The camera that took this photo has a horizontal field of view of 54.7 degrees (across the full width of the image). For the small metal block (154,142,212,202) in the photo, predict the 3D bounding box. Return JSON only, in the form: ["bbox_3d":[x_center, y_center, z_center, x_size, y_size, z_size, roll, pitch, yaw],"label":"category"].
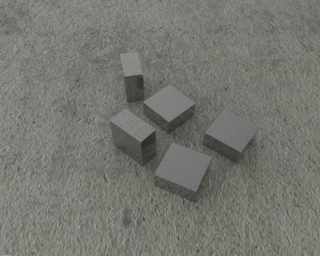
[{"bbox_3d":[0.027,0.051,0.361,0.050,0.025,0.050,20,53,16],"label":"small metal block"}]

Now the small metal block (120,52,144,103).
[{"bbox_3d":[-0.040,-0.073,0.448,0.025,0.050,0.050,-9,51,-7],"label":"small metal block"}]

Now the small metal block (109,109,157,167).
[{"bbox_3d":[-0.032,0.012,0.376,0.050,0.050,0.025,33,58,24],"label":"small metal block"}]

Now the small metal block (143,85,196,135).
[{"bbox_3d":[0.013,-0.026,0.425,0.050,0.025,0.050,-36,59,-26],"label":"small metal block"}]

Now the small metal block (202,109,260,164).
[{"bbox_3d":[0.090,0.010,0.395,0.050,0.025,0.050,30,56,22],"label":"small metal block"}]
